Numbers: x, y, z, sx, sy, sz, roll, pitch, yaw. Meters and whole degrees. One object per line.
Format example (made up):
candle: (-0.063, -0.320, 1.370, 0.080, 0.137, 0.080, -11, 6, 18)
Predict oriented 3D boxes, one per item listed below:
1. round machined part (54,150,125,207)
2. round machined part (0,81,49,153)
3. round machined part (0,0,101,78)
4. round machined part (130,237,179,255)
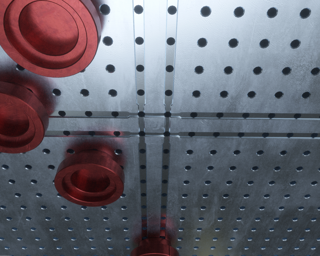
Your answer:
round machined part: (-0.101, 0.071, 0.459, 0.099, 0.042, 0.097, -1, 130, 0)
round machined part: (-0.188, -0.017, 0.383, 0.099, 0.042, 0.097, -1, 130, 0)
round machined part: (-0.109, -0.103, 0.311, 0.099, 0.042, 0.097, -1, 130, 0)
round machined part: (-0.011, 0.255, 0.617, 0.099, 0.042, 0.097, -1, 130, 0)
